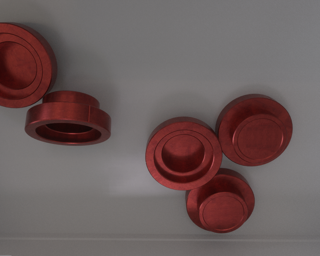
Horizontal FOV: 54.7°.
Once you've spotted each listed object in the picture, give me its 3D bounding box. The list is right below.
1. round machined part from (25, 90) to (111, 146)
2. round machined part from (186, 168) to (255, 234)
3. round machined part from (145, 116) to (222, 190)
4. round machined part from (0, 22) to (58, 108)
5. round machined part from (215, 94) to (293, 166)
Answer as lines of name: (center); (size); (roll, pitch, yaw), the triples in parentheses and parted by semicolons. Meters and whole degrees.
round machined part: (-0.109, -0.012, 0.378); (0.099, 0.098, 0.042); (-2, 70, 0)
round machined part: (0.087, 0.110, 0.443); (0.099, 0.042, 0.097); (0, 110, 0)
round machined part: (0.030, 0.030, 0.414); (0.099, 0.042, 0.097); (0, 110, 0)
round machined part: (-0.173, -0.076, 0.372); (0.099, 0.042, 0.097); (0, 110, 0)
round machined part: (0.125, 0.007, 0.406); (0.099, 0.042, 0.097); (0, 110, 0)
